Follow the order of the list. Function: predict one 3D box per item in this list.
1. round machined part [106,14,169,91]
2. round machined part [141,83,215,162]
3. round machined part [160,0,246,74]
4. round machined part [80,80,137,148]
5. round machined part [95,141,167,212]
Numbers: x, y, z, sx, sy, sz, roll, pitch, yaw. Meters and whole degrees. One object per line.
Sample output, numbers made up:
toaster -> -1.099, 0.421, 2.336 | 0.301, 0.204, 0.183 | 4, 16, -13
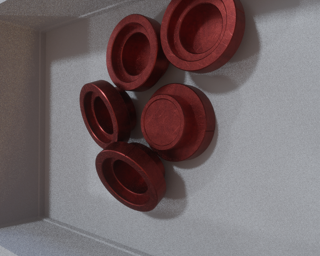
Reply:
round machined part -> -0.025, -0.097, 0.412 | 0.098, 0.042, 0.097 | 1, 91, 43
round machined part -> 0.015, -0.007, 0.382 | 0.098, 0.042, 0.097 | 0, 90, 39
round machined part -> 0.051, -0.111, 0.352 | 0.098, 0.042, 0.097 | 0, 90, 39
round machined part -> -0.070, -0.021, 0.436 | 0.098, 0.042, 0.097 | 29, 131, 41
round machined part -> -0.033, 0.057, 0.403 | 0.098, 0.042, 0.097 | 21, 133, 25
